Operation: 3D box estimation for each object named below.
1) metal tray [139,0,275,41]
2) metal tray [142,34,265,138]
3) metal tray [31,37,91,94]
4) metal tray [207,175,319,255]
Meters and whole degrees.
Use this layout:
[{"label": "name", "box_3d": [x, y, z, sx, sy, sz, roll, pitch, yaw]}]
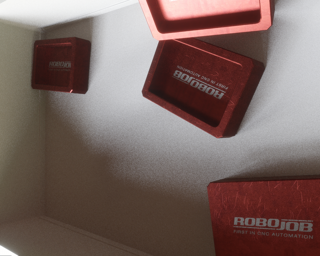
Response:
[{"label": "metal tray", "box_3d": [0.043, -0.139, 0.310, 0.130, 0.090, 0.030, 2, 51, 25]}, {"label": "metal tray", "box_3d": [0.044, -0.055, 0.365, 0.130, 0.030, 0.089, 32, 110, 35]}, {"label": "metal tray", "box_3d": [-0.177, -0.109, 0.546, 0.130, 0.030, 0.089, 10, 96, 39]}, {"label": "metal tray", "box_3d": [0.115, 0.095, 0.308, 0.130, 0.030, 0.089, -11, 83, 39]}]
